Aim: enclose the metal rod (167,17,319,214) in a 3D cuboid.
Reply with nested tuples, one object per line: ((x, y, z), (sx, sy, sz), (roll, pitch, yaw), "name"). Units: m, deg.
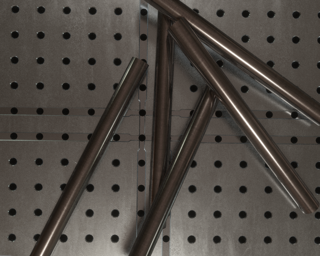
((0.110, -0.010, 0.395), (0.025, 0.025, 0.300), (-39, 98, 0), "metal rod")

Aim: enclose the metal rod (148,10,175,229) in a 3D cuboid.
((0.003, -0.018, 0.413), (0.025, 0.025, 0.298), (3, 90, -1), "metal rod")

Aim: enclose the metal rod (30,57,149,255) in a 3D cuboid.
((-0.094, 0.044, 0.412), (0.025, 0.025, 0.299), (27, 90, -1), "metal rod")

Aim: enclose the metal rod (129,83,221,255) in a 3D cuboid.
((0.014, 0.072, 0.391), (0.025, 0.025, 0.299), (25, 81, -1), "metal rod")

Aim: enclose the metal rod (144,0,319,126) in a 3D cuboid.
((0.096, -0.097, 0.399), (0.301, 0.025, 0.025), (34, 90, -7), "metal rod")
